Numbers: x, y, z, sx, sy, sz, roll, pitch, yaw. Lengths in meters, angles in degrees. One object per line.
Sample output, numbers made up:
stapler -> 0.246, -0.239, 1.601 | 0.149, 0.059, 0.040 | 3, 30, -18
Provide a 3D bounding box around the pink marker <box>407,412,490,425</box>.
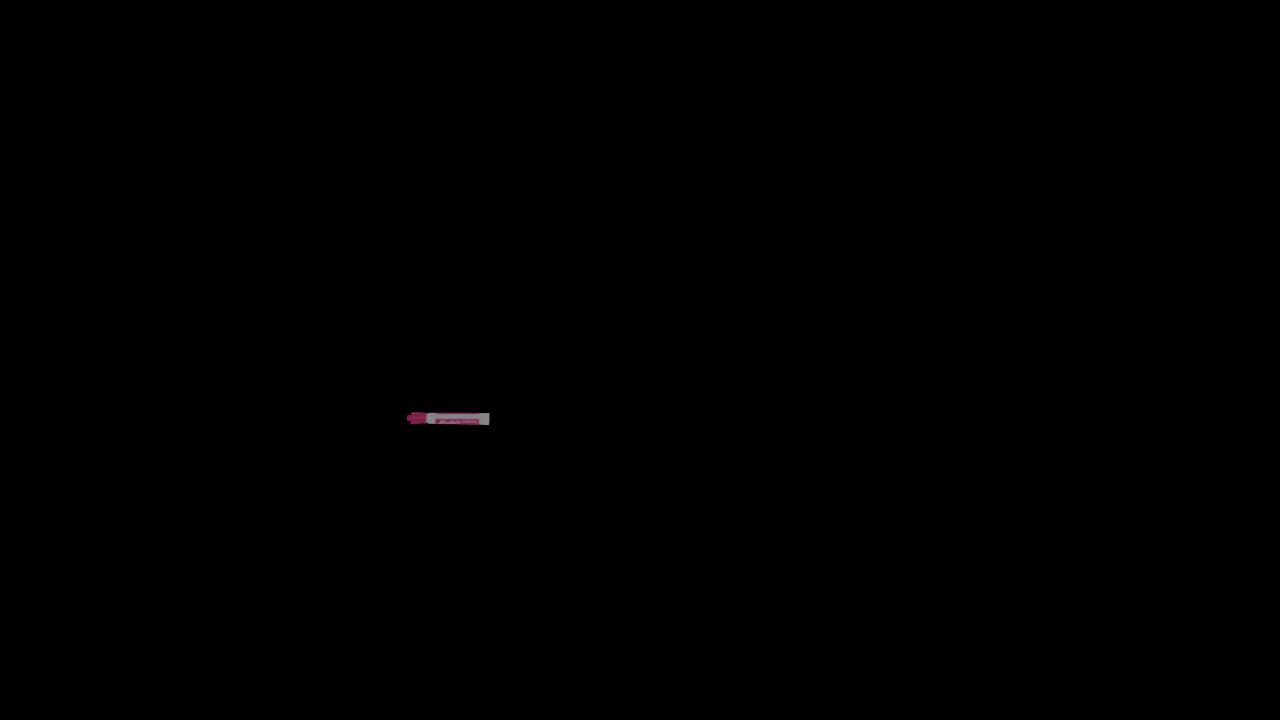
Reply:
pink marker -> -0.293, 0.090, 0.943 | 0.121, 0.020, 0.020 | 2, 0, -11
